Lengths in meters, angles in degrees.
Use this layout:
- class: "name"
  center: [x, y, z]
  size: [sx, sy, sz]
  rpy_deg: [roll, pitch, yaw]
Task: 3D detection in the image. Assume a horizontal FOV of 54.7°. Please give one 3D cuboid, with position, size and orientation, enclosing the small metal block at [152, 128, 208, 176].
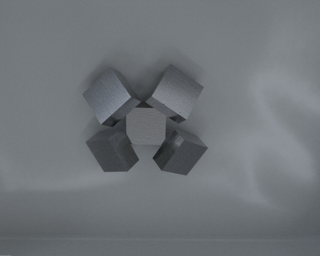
- class: "small metal block"
  center: [0.027, 0.033, 0.410]
  size: [0.050, 0.025, 0.050]
  rpy_deg: [19, 113, -44]

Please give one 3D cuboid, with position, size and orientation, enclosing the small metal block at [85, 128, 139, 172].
- class: "small metal block"
  center: [-0.063, 0.030, 0.407]
  size: [0.050, 0.025, 0.050]
  rpy_deg: [-9, 116, 44]

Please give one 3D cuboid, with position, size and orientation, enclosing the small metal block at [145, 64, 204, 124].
- class: "small metal block"
  center: [0.018, -0.041, 0.381]
  size: [0.050, 0.025, 0.050]
  rpy_deg: [33, 69, -12]

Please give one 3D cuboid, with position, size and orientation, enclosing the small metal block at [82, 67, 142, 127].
- class: "small metal block"
  center: [-0.060, -0.037, 0.381]
  size: [0.050, 0.025, 0.050]
  rpy_deg: [-41, 68, 14]

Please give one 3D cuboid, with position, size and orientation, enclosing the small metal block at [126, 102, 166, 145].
- class: "small metal block"
  center: [-0.018, -0.006, 0.406]
  size: [0.050, 0.025, 0.050]
  rpy_deg: [1, 110, -1]
